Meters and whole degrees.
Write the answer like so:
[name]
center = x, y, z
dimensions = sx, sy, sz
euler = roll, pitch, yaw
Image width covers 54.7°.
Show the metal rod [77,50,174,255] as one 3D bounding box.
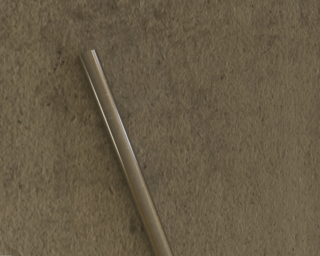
[metal rod]
center = -0.038, 0.048, 0.395
dimensions = 0.025, 0.025, 0.298
euler = -22, 98, -19
